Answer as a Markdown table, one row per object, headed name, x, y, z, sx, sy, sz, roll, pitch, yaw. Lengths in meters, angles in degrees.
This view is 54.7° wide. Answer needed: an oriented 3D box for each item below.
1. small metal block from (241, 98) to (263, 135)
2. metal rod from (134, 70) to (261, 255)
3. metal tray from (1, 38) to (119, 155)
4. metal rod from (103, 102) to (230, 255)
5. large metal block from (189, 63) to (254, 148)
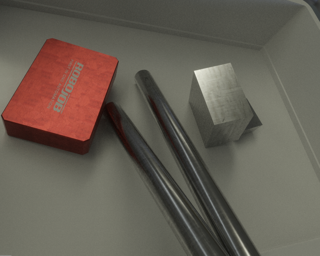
| name | x | y | z | sx | sy | sz | roll | pitch | yaw |
| --- | --- | --- | --- | --- | --- | --- | --- | --- | --- |
| small metal block | 0.124 | -0.016 | 0.484 | 0.050 | 0.025 | 0.050 | -14 | 69 | -34 |
| metal rod | 0.021 | 0.017 | 0.328 | 0.025 | 0.025 | 0.300 | 6 | 34 | -26 |
| metal tray | -0.108 | -0.041 | 0.359 | 0.091 | 0.030 | 0.130 | 16 | 54 | -6 |
| metal rod | 0.002 | 0.053 | 0.277 | 0.025 | 0.025 | 0.300 | 0 | 30 | -29 |
| large metal block | 0.078 | -0.028 | 0.423 | 0.050 | 0.080 | 0.080 | -14 | 67 | -6 |
